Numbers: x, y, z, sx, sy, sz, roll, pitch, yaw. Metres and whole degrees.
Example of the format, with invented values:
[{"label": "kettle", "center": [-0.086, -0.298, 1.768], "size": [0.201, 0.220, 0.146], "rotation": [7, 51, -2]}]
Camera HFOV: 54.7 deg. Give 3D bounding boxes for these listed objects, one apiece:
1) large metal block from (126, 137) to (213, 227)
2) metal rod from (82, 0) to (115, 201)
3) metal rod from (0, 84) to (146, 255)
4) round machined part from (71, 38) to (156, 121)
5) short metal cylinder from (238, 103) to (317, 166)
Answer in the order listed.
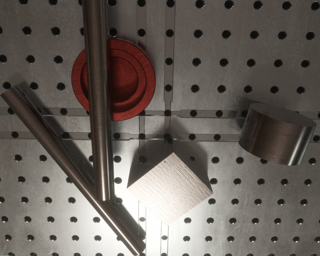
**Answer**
[{"label": "large metal block", "center": [0.013, 0.074, 0.428], "size": [0.080, 0.050, 0.080], "rotation": [-39, 106, 13]}, {"label": "metal rod", "center": [-0.069, -0.053, 0.348], "size": [0.025, 0.025, 0.298], "rotation": [1, 110, -1]}, {"label": "metal rod", "center": [-0.112, 0.070, 0.437], "size": [0.025, 0.025, 0.299], "rotation": [-31, 108, 10]}, {"label": "round machined part", "center": [-0.054, -0.061, 0.381], "size": [0.099, 0.042, 0.097], "rotation": [0, 110, -1]}, {"label": "short metal cylinder", "center": [0.145, 0.006, 0.388], "size": [0.081, 0.080, 0.050], "rotation": [11, 110, -5]}]
